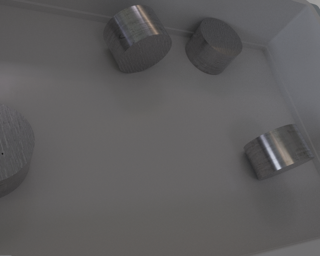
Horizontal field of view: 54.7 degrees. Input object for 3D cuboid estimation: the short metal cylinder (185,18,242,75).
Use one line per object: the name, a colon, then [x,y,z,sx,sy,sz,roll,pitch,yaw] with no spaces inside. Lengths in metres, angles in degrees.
short metal cylinder: [0.090,-0.137,0.521,0.081,0.050,0.080,14,56,-21]

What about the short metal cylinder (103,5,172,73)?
short metal cylinder: [-0.031,-0.120,0.427,0.081,0.080,0.050,-17,71,-35]

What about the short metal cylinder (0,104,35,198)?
short metal cylinder: [-0.163,0.022,0.288,0.081,0.050,0.080,14,56,-21]

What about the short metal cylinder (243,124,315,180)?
short metal cylinder: [0.167,0.035,0.438,0.081,0.080,0.050,-8,66,-32]
